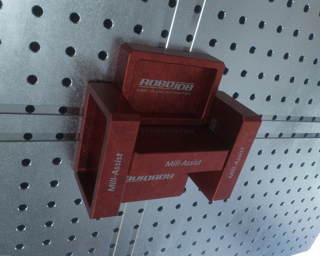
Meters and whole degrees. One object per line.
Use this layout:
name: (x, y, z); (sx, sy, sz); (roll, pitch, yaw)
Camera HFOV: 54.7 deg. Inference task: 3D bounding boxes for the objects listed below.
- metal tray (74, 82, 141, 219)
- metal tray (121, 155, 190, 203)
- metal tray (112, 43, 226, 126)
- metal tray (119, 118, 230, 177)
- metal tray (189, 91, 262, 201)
metal tray: (-0.065, 0.024, 0.349); (0.030, 0.090, 0.129); (1, 118, -29)
metal tray: (-0.019, 0.057, 0.433); (0.131, 0.030, 0.089); (0, 118, -29)
metal tray: (0.010, -0.049, 0.384); (0.131, 0.030, 0.089); (0, 118, -29)
metal tray: (0.008, 0.018, 0.384); (0.131, 0.090, 0.030); (1, 118, -29)
metal tray: (0.078, 0.023, 0.427); (0.030, 0.090, 0.129); (1, 118, -29)
